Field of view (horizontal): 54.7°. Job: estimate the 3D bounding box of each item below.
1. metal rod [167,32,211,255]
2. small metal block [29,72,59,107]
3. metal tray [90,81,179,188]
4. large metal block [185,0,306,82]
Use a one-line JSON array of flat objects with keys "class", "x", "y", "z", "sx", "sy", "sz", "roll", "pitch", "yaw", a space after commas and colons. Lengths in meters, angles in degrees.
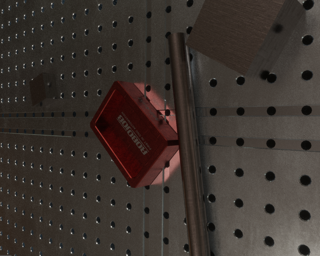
[{"class": "metal rod", "x": 0.036, "y": 0.033, "z": 0.377, "sx": 0.025, "sy": 0.025, "sz": 0.298, "roll": -9, "pitch": 84, "yaw": 39}, {"class": "small metal block", "x": -0.221, "y": -0.072, "z": 0.588, "sx": 0.050, "sy": 0.025, "sz": 0.050, "roll": -20, "pitch": 78, "yaw": 38}, {"class": "metal tray", "x": -0.040, "y": 0.007, "z": 0.436, "sx": 0.130, "sy": 0.030, "sz": 0.090, "roll": 50, "pitch": 119, "yaw": 28}, {"class": "large metal block", "x": 0.086, "y": -0.104, "z": 0.321, "sx": 0.080, "sy": 0.050, "sz": 0.079, "roll": 38, "pitch": 113, "yaw": 33}]
